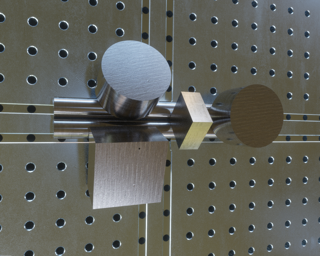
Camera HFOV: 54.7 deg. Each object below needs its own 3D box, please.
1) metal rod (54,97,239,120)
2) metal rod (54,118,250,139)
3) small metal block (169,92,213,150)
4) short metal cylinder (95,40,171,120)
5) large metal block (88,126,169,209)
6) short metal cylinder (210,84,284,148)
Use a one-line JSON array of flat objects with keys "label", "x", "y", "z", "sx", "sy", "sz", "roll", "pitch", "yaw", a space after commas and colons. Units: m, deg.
[{"label": "metal rod", "x": 0.017, "y": -0.023, "z": 0.416, "sx": 0.303, "sy": 0.025, "sz": 0.025, "roll": 1, "pitch": 90, "yaw": -20}, {"label": "metal rod", "x": 0.017, "y": 0.002, "z": 0.416, "sx": 0.303, "sy": 0.025, "sz": 0.025, "roll": 1, "pitch": 90, "yaw": -20}, {"label": "small metal block", "x": 0.036, "y": -0.009, "z": 0.379, "sx": 0.025, "sy": 0.050, "sz": 0.050, "roll": 1, "pitch": 48, "yaw": -20}, {"label": "short metal cylinder", "x": -0.033, "y": -0.056, "z": 0.368, "sx": 0.081, "sy": 0.050, "sz": 0.080, "roll": 8, "pitch": 63, "yaw": -17}, {"label": "large metal block", "x": -0.041, "y": 0.044, "z": 0.366, "sx": 0.081, "sy": 0.050, "sz": 0.079, "roll": -1, "pitch": 111, "yaw": -20}, {"label": "short metal cylinder", "x": 0.114, "y": -0.015, "z": 0.411, "sx": 0.081, "sy": 0.050, "sz": 0.079, "roll": 0, "pitch": 90, "yaw": -20}]
